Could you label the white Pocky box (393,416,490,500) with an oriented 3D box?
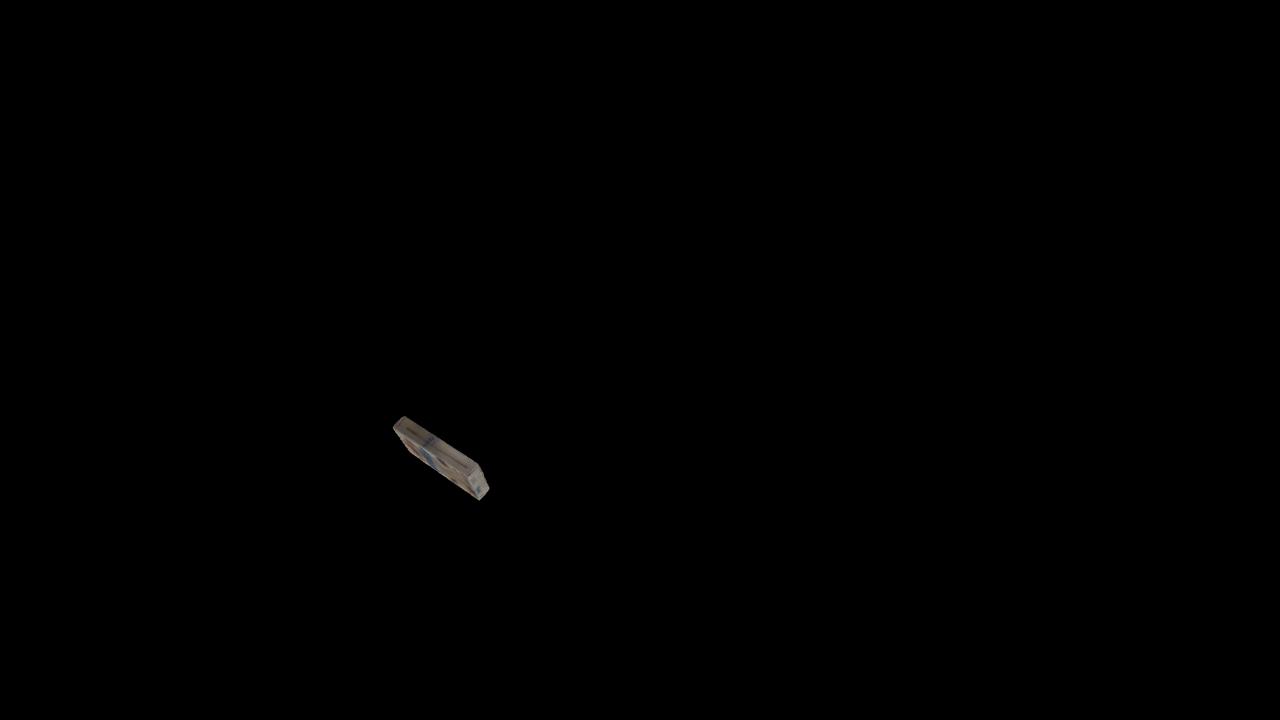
[{"bbox_3d":[-0.299,0.148,0.929,0.154,0.028,0.084,27,-31,20],"label":"white Pocky box"}]
